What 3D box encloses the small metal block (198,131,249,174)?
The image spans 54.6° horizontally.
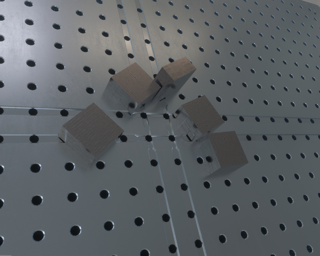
[{"bbox_3d":[0.088,0.034,0.435,0.050,0.025,0.050,-5,64,-30],"label":"small metal block"}]

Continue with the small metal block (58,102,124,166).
[{"bbox_3d":[-0.079,0.006,0.361,0.050,0.025,0.050,43,51,1],"label":"small metal block"}]

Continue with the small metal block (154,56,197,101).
[{"bbox_3d":[0.017,-0.070,0.444,0.050,0.050,0.025,-33,80,-38],"label":"small metal block"}]

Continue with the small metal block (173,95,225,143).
[{"bbox_3d":[0.056,-0.014,0.446,0.050,0.025,0.050,-26,76,-37],"label":"small metal block"}]

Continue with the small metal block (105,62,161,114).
[{"bbox_3d":[-0.036,-0.055,0.422,0.050,0.025,0.050,45,51,3],"label":"small metal block"}]
